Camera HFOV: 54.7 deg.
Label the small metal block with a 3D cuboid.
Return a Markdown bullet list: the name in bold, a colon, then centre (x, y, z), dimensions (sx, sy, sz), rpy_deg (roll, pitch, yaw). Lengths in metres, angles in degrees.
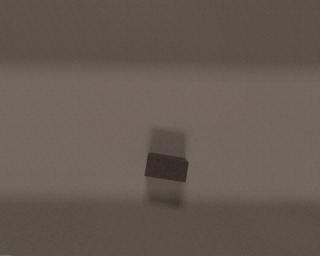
- **small metal block**: centre (0.008, 0.050, 0.399), dimensions (0.050, 0.050, 0.025), rpy_deg (9, 90, -1)
